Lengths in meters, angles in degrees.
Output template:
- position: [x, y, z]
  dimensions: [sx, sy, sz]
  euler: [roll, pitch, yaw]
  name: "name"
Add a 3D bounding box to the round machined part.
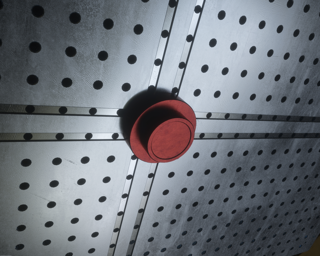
- position: [0.006, 0.007, 0.409]
  dimensions: [0.099, 0.042, 0.097]
  euler: [-14, 125, -21]
  name: "round machined part"
